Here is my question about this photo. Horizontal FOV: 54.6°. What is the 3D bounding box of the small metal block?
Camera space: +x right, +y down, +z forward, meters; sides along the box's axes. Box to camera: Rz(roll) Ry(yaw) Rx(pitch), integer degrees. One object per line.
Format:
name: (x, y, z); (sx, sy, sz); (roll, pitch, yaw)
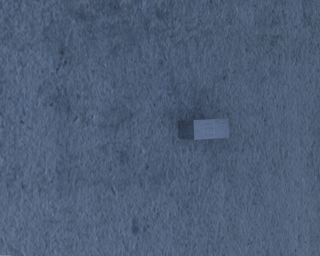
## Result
small metal block: (0.057, 0.001, 0.416); (0.050, 0.050, 0.025); (-3, 91, -20)
